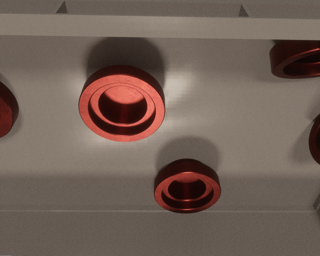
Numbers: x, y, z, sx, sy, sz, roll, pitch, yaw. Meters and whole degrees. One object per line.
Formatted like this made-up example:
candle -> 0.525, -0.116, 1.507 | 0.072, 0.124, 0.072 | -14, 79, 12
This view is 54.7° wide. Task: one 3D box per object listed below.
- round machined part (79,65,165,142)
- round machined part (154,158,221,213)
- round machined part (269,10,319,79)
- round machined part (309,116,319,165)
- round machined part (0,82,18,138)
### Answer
round machined part -> -0.043, -0.033, 0.370 | 0.099, 0.042, 0.097 | -1, 130, 0
round machined part -> 0.040, 0.084, 0.471 | 0.099, 0.042, 0.097 | -1, 130, 0
round machined part -> 0.160, -0.084, 0.307 | 0.099, 0.042, 0.098 | -4, 172, 0
round machined part -> 0.238, 0.013, 0.376 | 0.042, 0.098, 0.097 | 26, 125, -21
round machined part -> -0.231, -0.020, 0.378 | 0.099, 0.042, 0.097 | -1, 130, 0
